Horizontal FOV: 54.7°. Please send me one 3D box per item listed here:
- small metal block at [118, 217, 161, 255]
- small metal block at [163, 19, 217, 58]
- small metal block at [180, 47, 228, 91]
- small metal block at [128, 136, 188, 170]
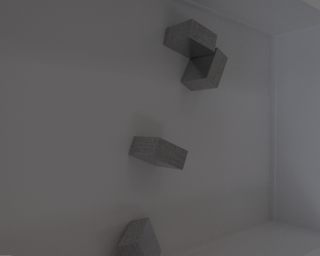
[{"bbox_3d":[-0.022,0.144,0.370,0.050,0.025,0.050,-58,130,-71],"label":"small metal block"},{"bbox_3d":[0.041,-0.121,0.424,0.050,0.050,0.025,17,80,-39],"label":"small metal block"},{"bbox_3d":[0.063,-0.083,0.442,0.025,0.050,0.050,34,69,-35],"label":"small metal block"},{"bbox_3d":[-0.002,0.031,0.388,0.050,0.050,0.025,27,73,-37],"label":"small metal block"}]
